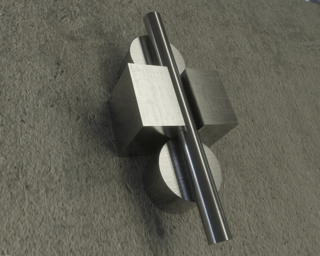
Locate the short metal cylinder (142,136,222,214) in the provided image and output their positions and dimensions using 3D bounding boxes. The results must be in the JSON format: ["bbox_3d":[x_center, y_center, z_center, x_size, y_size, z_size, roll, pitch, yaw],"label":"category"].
[{"bbox_3d":[0.025,0.057,0.369,0.081,0.050,0.080,14,56,-21],"label":"short metal cylinder"}]

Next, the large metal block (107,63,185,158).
[{"bbox_3d":[-0.021,-0.019,0.370,0.050,0.080,0.080,-1,62,-29],"label":"large metal block"}]

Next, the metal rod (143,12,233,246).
[{"bbox_3d":[0.024,-0.019,0.365,0.025,0.025,0.299,-1,62,-29],"label":"metal rod"}]

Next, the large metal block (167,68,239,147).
[{"bbox_3d":[0.047,-0.021,0.407,0.050,0.080,0.080,-1,62,-29],"label":"large metal block"}]

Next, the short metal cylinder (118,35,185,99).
[{"bbox_3d":[-0.012,-0.082,0.432,0.081,0.050,0.080,14,56,-21],"label":"short metal cylinder"}]
